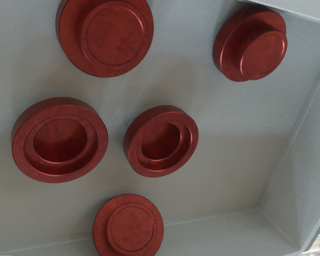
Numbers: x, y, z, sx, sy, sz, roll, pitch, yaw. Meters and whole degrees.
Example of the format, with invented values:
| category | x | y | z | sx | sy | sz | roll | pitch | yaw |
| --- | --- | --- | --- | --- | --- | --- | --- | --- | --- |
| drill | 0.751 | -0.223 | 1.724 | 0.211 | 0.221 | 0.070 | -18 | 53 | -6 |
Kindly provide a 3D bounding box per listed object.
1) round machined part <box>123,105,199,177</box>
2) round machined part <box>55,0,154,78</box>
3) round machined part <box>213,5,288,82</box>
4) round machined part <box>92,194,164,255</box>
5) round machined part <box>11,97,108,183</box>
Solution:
| category | x | y | z | sx | sy | sz | roll | pitch | yaw |
| --- | --- | --- | --- | --- | --- | --- | --- | --- | --- |
| round machined part | -0.002 | 0.013 | 0.406 | 0.099 | 0.042 | 0.097 | -14 | 125 | -21 |
| round machined part | -0.051 | -0.096 | 0.311 | 0.099 | 0.042 | 0.097 | -14 | 125 | -21 |
| round machined part | 0.120 | -0.100 | 0.394 | 0.099 | 0.042 | 0.097 | -16 | 135 | -17 |
| round machined part | -0.041 | 0.139 | 0.424 | 0.099 | 0.098 | 0.042 | -13 | 164 | -22 |
| round machined part | -0.111 | 0.010 | 0.344 | 0.099 | 0.042 | 0.097 | -14 | 125 | -21 |
